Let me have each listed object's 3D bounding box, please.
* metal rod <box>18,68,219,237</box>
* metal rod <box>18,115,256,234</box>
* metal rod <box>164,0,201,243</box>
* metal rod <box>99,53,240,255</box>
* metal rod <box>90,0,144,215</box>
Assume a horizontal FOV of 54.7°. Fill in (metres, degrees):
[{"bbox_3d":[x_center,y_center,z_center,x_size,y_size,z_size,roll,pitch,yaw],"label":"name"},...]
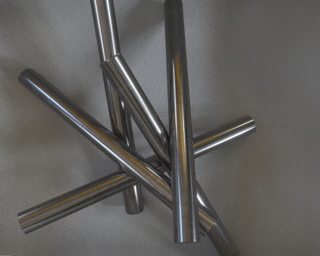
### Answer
[{"bbox_3d":[-0.062,0.017,0.364,0.300,0.025,0.025,37,90,18],"label":"metal rod"},{"bbox_3d":[-0.015,0.050,0.377,0.302,0.025,0.025,-22,90,-14],"label":"metal rod"},{"bbox_3d":[0.022,-0.029,0.351,0.025,0.025,0.299,-2,66,0],"label":"metal rod"},{"bbox_3d":[0.022,0.051,0.362,0.025,0.025,0.299,-31,110,0],"label":"metal rod"},{"bbox_3d":[-0.051,-0.033,0.371,0.025,0.025,0.298,-7,106,0],"label":"metal rod"}]
